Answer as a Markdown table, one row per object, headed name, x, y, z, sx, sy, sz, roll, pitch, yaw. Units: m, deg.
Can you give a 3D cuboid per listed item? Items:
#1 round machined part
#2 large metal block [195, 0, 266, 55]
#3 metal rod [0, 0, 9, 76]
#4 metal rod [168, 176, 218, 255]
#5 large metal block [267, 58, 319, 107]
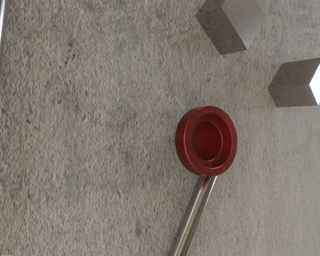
| name | x | y | z | sx | sy | sz | roll | pitch | yaw |
| --- | --- | --- | --- | --- | --- | --- | --- | --- | --- |
| round machined part | 0.061 | 0.019 | 0.441 | 0.099 | 0.042 | 0.097 | 3 | 84 | -33 |
| large metal block | 0.112 | -0.175 | 0.485 | 0.080 | 0.050 | 0.080 | 46 | 62 | -30 |
| metal rod | -0.161 | 0.012 | 0.270 | 0.025 | 0.025 | 0.298 | 8 | 85 | -40 |
| metal rod | 0.036 | 0.152 | 0.437 | 0.025 | 0.025 | 0.300 | 40 | 66 | -33 |
| large metal block | 0.269 | -0.087 | 0.598 | 0.080 | 0.080 | 0.050 | -53 | 121 | -27 |
